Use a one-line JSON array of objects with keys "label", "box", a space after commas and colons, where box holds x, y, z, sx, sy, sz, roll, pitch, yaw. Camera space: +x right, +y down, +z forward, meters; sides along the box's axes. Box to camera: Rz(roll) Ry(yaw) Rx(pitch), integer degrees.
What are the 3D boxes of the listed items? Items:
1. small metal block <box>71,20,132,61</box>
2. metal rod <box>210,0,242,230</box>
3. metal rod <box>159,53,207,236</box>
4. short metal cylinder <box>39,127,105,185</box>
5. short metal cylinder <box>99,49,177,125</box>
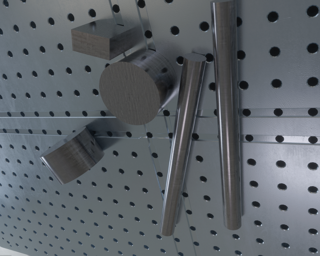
[{"label": "small metal block", "box": [-0.068, -0.105, 0.366, 0.050, 0.050, 0.025, 18, 126, 17]}, {"label": "metal rod", "box": [0.082, 0.006, 0.371, 0.025, 0.025, 0.298, 5, 121, 25]}, {"label": "metal rod", "box": [0.025, 0.045, 0.425, 0.025, 0.025, 0.298, 18, 126, 17]}, {"label": "short metal cylinder", "box": [-0.132, 0.041, 0.471, 0.080, 0.080, 0.050, -22, 106, 36]}, {"label": "short metal cylinder", "box": [-0.026, -0.050, 0.378, 0.080, 0.050, 0.079, 13, 124, 21]}]
